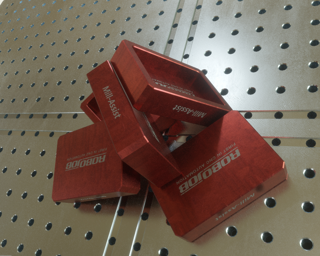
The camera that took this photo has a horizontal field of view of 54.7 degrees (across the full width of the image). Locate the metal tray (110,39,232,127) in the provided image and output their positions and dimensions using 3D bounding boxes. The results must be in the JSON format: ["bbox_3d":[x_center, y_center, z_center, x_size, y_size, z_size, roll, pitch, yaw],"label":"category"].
[{"bbox_3d":[0.016,-0.049,0.362,0.030,0.131,0.090,-53,46,28],"label":"metal tray"}]

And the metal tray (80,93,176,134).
[{"bbox_3d":[-0.048,-0.025,0.443,0.090,0.030,0.130,-45,51,-4],"label":"metal tray"}]

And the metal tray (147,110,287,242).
[{"bbox_3d":[0.058,0.050,0.342,0.130,0.030,0.090,-35,51,4],"label":"metal tray"}]

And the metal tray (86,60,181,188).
[{"bbox_3d":[-0.030,-0.006,0.345,0.030,0.090,0.130,-33,52,6],"label":"metal tray"}]

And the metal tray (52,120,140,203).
[{"bbox_3d":[-0.082,0.043,0.389,0.130,0.030,0.090,-17,65,36],"label":"metal tray"}]
